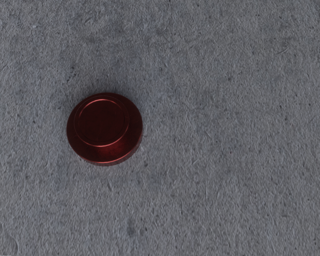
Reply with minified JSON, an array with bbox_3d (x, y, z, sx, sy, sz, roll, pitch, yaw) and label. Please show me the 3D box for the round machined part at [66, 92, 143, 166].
[{"bbox_3d":[-0.072,-0.003,0.400,0.099,0.042,0.098,0,70,0],"label":"round machined part"}]
